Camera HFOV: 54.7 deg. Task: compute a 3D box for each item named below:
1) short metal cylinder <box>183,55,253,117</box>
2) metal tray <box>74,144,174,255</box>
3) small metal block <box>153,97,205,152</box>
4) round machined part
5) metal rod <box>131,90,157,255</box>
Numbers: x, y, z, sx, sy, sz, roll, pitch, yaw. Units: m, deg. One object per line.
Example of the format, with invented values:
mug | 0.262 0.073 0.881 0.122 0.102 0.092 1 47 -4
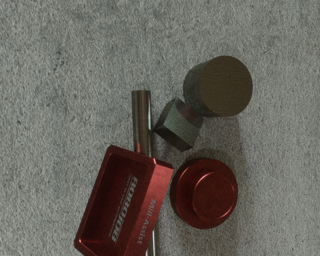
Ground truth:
short metal cylinder | 0.079 -0.055 0.426 0.081 0.050 0.079 0 90 -21
metal tray | -0.044 0.091 0.356 0.030 0.090 0.129 25 81 -43
small metal block | 0.026 -0.004 0.410 0.050 0.025 0.050 37 55 -17
round machined part | 0.067 0.091 0.426 0.099 0.042 0.097 0 90 -21
metal rod | -0.019 0.101 0.403 0.025 0.025 0.298 -3 91 -20
